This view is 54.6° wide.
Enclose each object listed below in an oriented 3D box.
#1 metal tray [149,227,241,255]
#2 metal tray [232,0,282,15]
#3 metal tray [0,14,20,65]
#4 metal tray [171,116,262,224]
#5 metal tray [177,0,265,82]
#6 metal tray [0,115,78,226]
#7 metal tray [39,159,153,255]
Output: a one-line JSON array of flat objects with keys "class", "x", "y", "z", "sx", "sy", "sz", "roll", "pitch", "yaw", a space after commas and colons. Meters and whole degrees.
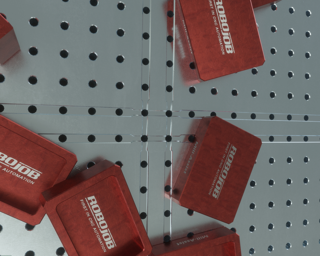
[{"class": "metal tray", "x": 0.050, "y": 0.198, "z": 0.428, "sx": 0.131, "sy": 0.030, "sz": 0.090, "roll": -8, "pitch": 93, "yaw": -20}, {"class": "metal tray", "x": 0.130, "y": -0.242, "z": 0.457, "sx": 0.091, "sy": 0.030, "sz": 0.129, "roll": -24, "pitch": 98, "yaw": -18}, {"class": "metal tray", "x": -0.202, "y": -0.127, "z": 0.303, "sx": 0.130, "sy": 0.090, "sz": 0.030, "roll": 46, "pitch": 76, "yaw": -14}, {"class": "metal tray", "x": 0.081, "y": 0.058, "z": 0.440, "sx": 0.090, "sy": 0.030, "sz": 0.130, "roll": 25, "pitch": 82, "yaw": -18}, {"class": "metal tray", "x": 0.081, "y": -0.137, "z": 0.423, "sx": 0.090, "sy": 0.030, "sz": 0.129, "roll": -16, "pitch": 96, "yaw": 2}, {"class": "metal tray", "x": -0.172, "y": 0.040, "z": 0.346, "sx": 0.130, "sy": 0.030, "sz": 0.090, "roll": 32, "pitch": 80, "yaw": -17}, {"class": "metal tray", "x": -0.071, "y": 0.114, "z": 0.365, "sx": 0.091, "sy": 0.030, "sz": 0.129, "roll": -27, "pitch": 110, "yaw": -25}]
